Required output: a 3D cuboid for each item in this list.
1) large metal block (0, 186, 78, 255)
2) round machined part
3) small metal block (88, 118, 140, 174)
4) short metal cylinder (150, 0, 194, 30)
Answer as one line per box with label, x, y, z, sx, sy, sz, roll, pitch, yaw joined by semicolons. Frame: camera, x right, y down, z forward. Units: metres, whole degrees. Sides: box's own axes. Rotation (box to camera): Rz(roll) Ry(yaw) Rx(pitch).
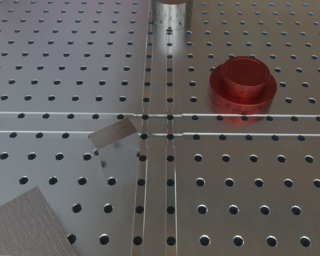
large metal block;-0.131;0.116;0.292;0.081;0.050;0.080;-30;56;-23
round machined part;0.122;-0.068;0.455;0.099;0.042;0.098;0;50;0
small metal block;-0.053;0.022;0.373;0.050;0.050;0.025;-25;55;-20
short metal cylinder;0.022;-0.230;0.584;0.081;0.050;0.080;0;50;0
